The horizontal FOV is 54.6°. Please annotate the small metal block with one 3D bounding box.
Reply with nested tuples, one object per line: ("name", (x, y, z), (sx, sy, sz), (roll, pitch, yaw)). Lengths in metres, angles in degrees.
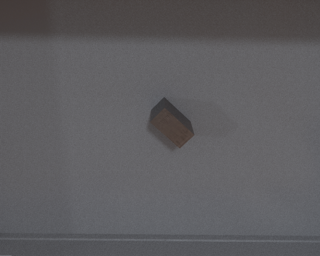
("small metal block", (0.015, -0.008, 0.395), (0.050, 0.050, 0.025), (42, 105, -14))
